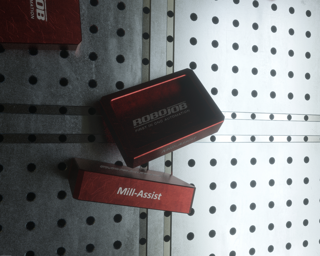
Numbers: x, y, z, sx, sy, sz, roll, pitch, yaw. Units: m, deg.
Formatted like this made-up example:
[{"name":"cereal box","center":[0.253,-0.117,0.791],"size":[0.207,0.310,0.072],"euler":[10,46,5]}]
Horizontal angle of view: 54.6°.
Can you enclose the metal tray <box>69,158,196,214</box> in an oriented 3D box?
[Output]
[{"name":"metal tray","center":[-0.036,0.066,0.364],"size":[0.131,0.090,0.030],"euler":[13,88,-20]}]

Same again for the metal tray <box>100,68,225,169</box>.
[{"name":"metal tray","center":[0.002,-0.016,0.387],"size":[0.131,0.030,0.090],"euler":[-22,66,-19]}]

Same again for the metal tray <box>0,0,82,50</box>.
[{"name":"metal tray","center":[-0.142,-0.158,0.357],"size":[0.091,0.030,0.129],"euler":[-4,92,-20]}]
